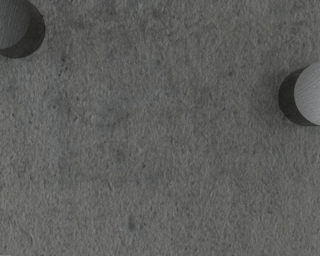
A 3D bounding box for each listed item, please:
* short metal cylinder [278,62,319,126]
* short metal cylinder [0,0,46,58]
[{"bbox_3d":[0.203,-0.042,0.400,0.081,0.050,0.079,0,90,-1],"label":"short metal cylinder"},{"bbox_3d":[-0.196,-0.134,0.395,0.081,0.050,0.079,0,90,-1],"label":"short metal cylinder"}]
